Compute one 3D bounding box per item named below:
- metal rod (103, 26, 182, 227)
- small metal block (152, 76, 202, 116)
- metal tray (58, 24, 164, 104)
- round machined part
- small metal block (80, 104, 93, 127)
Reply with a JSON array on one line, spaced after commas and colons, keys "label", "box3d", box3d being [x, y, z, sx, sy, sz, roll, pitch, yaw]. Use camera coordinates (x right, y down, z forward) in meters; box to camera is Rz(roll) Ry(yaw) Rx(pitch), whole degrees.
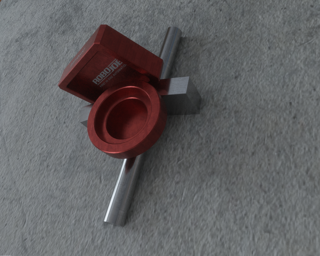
[{"label": "metal rod", "box3d": [-0.016, -0.018, 0.424, 0.025, 0.025, 0.300, 2, 63, 29]}, {"label": "small metal block", "box3d": [0.021, -0.040, 0.401, 0.050, 0.050, 0.025, -1, 61, 27]}, {"label": "metal tray", "box3d": [-0.069, -0.071, 0.412, 0.130, 0.090, 0.030, -26, 45, 50]}, {"label": "round machined part", "box3d": [-0.036, -0.008, 0.381, 0.098, 0.042, 0.098, -11, 61, 20]}, {"label": "small metal block", "box3d": [-0.075, -0.013, 0.435, 0.050, 0.050, 0.025, -18, 55, 18]}]
